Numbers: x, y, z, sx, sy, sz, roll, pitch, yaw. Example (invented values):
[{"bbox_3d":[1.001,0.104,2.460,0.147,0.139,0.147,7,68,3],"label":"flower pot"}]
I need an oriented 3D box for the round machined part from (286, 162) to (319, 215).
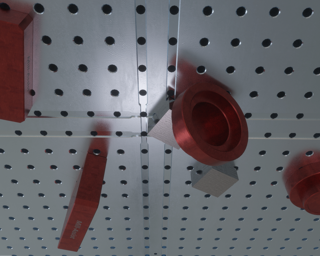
[{"bbox_3d":[0.256,0.101,0.489,0.099,0.042,0.097,0,130,0],"label":"round machined part"}]

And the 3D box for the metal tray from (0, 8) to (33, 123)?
[{"bbox_3d":[-0.194,-0.071,0.346,0.091,0.030,0.129,12,129,-10],"label":"metal tray"}]

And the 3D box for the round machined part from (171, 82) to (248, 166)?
[{"bbox_3d":[0.054,-0.002,0.367,0.098,0.098,0.042,27,145,-21],"label":"round machined part"}]

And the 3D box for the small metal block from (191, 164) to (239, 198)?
[{"bbox_3d":[0.083,0.076,0.477,0.050,0.025,0.050,25,126,-20],"label":"small metal block"}]

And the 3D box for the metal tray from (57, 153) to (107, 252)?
[{"bbox_3d":[-0.116,0.112,0.462,0.030,0.090,0.129,17,128,-14],"label":"metal tray"}]

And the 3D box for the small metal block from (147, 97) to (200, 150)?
[{"bbox_3d":[0.018,-0.005,0.408,0.050,0.025,0.050,27,125,-21],"label":"small metal block"}]
